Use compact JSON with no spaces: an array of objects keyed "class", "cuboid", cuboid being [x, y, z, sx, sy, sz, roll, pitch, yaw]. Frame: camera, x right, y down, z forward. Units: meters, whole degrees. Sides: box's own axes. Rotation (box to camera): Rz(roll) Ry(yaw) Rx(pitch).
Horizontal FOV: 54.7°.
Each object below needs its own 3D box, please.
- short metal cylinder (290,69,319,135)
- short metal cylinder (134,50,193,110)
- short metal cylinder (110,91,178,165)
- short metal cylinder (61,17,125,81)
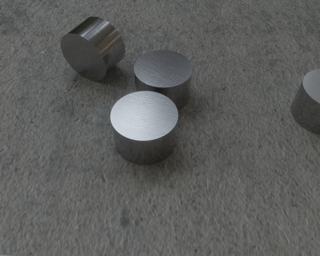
[{"class":"short metal cylinder","cuboid":[0.227,-0.036,0.420,0.081,0.050,0.080,0,50,0]},{"class":"short metal cylinder","cuboid":[0.004,-0.067,0.443,0.081,0.050,0.080,0,50,0]},{"class":"short metal cylinder","cuboid":[-0.019,-0.001,0.387,0.081,0.050,0.080,0,50,0]},{"class":"short metal cylinder","cuboid":[-0.100,-0.118,0.466,0.080,0.080,0.050,23,54,18]}]
